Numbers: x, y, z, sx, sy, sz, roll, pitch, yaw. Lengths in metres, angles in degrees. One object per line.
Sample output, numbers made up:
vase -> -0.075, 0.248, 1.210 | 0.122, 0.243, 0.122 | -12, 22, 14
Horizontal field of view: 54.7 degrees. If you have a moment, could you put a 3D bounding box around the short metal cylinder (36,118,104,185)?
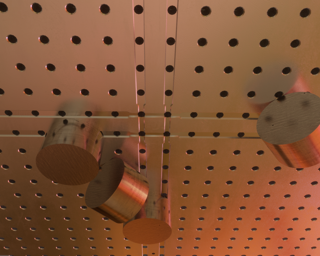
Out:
short metal cylinder -> -0.120, 0.033, 0.422 | 0.081, 0.050, 0.079 | 0, 130, 0

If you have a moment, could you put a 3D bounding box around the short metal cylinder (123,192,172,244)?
short metal cylinder -> -0.021, 0.154, 0.526 | 0.081, 0.050, 0.079 | -1, 130, 0

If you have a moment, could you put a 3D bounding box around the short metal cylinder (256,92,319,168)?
short metal cylinder -> 0.168, 0.002, 0.380 | 0.080, 0.080, 0.050 | -30, 124, 23

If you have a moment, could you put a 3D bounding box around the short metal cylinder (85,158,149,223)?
short metal cylinder -> -0.063, 0.091, 0.452 | 0.080, 0.080, 0.050 | -33, 123, 25
